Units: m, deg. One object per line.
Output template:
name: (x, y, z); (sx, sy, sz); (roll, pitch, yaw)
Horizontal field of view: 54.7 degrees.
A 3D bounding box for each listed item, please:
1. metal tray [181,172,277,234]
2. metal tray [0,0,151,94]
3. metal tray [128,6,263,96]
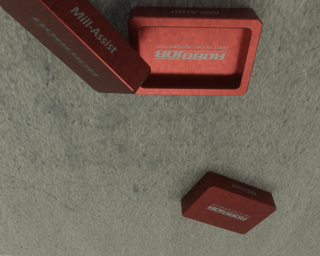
metal tray: (0.112, 0.128, 0.515); (0.131, 0.030, 0.089); (22, 127, -18)
metal tray: (-0.080, -0.086, 0.294); (0.130, 0.030, 0.090); (43, 162, -31)
metal tray: (0.034, -0.081, 0.335); (0.131, 0.030, 0.089); (0, 130, -1)
